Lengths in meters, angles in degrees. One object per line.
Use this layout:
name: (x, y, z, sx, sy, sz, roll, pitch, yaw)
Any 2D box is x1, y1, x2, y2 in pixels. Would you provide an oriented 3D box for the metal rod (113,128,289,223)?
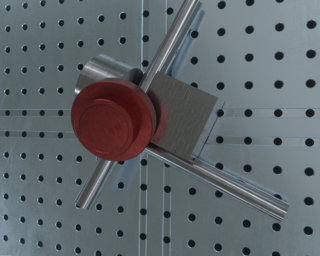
metal rod: (0.016, 0.037, 0.405, 0.301, 0.025, 0.025, 26, 99, 17)

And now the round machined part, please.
round machined part: (-0.057, -0.005, 0.353, 0.098, 0.042, 0.097, 4, 111, 11)

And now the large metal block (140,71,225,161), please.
large metal block: (0.023, -0.015, 0.387, 0.080, 0.050, 0.080, 27, 99, 17)

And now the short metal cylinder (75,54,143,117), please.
short metal cylinder: (-0.064, -0.050, 0.404, 0.050, 0.080, 0.080, 26, 99, 18)

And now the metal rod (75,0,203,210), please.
metal rod: (-0.028, -0.030, 0.401, 0.025, 0.025, 0.299, 29, 92, 17)
